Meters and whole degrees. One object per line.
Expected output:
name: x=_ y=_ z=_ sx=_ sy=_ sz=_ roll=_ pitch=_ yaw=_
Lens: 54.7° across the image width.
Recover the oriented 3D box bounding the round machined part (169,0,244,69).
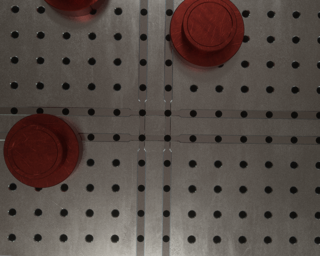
round machined part: x=0.062 y=-0.129 z=0.406 sx=0.099 sy=0.042 sz=0.097 roll=0 pitch=90 yaw=-1

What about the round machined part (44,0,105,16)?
round machined part: x=-0.116 y=-0.201 z=0.403 sx=0.099 sy=0.042 sz=0.097 roll=0 pitch=90 yaw=-1

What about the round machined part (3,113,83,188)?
round machined part: x=-0.155 y=0.030 z=0.403 sx=0.099 sy=0.042 sz=0.097 roll=0 pitch=90 yaw=-1
